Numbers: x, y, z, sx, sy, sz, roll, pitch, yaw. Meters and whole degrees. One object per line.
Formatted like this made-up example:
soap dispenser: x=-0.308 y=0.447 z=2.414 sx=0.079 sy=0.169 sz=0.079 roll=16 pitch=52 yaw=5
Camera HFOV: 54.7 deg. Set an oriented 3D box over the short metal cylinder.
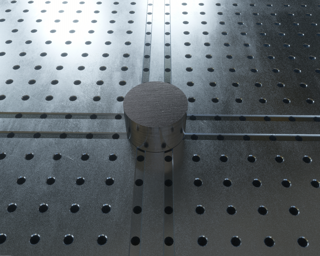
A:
short metal cylinder: x=-0.006 y=-0.015 z=0.404 sx=0.081 sy=0.050 sz=0.080 roll=0 pitch=50 yaw=0
